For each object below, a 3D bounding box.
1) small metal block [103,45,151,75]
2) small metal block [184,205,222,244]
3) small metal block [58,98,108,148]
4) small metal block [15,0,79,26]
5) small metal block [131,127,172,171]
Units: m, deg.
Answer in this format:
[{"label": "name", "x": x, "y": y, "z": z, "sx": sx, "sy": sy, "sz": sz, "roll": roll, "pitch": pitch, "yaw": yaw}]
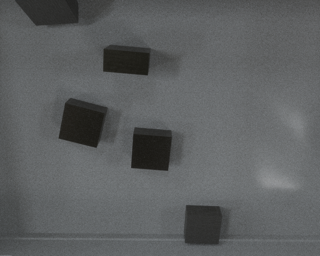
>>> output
[{"label": "small metal block", "x": -0.038, "y": -0.082, "z": 0.367, "sx": 0.050, "sy": 0.050, "sz": 0.025, "roll": 5, "pitch": 110, "yaw": -2}, {"label": "small metal block", "x": 0.064, "y": 0.145, "z": 0.465, "sx": 0.050, "sy": 0.025, "sz": 0.050, "roll": 2, "pitch": 110, "yaw": -1}, {"label": "small metal block", "x": -0.101, "y": -0.007, "z": 0.408, "sx": 0.050, "sy": 0.025, "sz": 0.050, "roll": 15, "pitch": 109, "yaw": -6}, {"label": "small metal block", "x": -0.123, "y": -0.139, "z": 0.343, "sx": 0.050, "sy": 0.050, "sz": 0.025, "roll": -3, "pitch": 79, "yaw": 1}, {"label": "small metal block", "x": -0.012, "y": 0.029, "z": 0.422, "sx": 0.050, "sy": 0.025, "sz": 0.050, "roll": 5, "pitch": 110, "yaw": -2}]
